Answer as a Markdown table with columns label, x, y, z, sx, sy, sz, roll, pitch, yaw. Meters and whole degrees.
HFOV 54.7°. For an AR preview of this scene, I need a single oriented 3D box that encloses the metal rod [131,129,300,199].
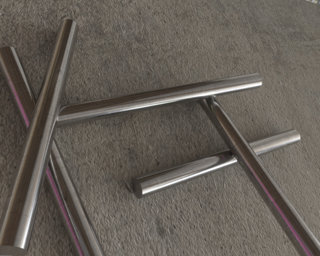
| label | x | y | z | sx | sy | sz | roll | pitch | yaw |
| --- | --- | --- | --- | --- | --- | --- | --- | --- | --- |
| metal rod | 0.097 | 0.041 | 0.430 | 0.303 | 0.025 | 0.025 | -12 | 68 | -33 |

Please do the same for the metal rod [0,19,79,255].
| label | x | y | z | sx | sy | sz | roll | pitch | yaw |
| --- | --- | --- | --- | --- | --- | --- | --- | --- | --- |
| metal rod | -0.117 | -0.023 | 0.324 | 0.025 | 0.025 | 0.300 | 15 | 46 | -20 |

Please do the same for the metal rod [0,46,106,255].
| label | x | y | z | sx | sy | sz | roll | pitch | yaw |
| --- | --- | --- | --- | --- | --- | --- | --- | --- | --- |
| metal rod | -0.110 | 0.040 | 0.319 | 0.025 | 0.025 | 0.299 | -17 | 71 | -35 |

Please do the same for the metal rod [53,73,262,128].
| label | x | y | z | sx | sy | sz | roll | pitch | yaw |
| --- | --- | --- | --- | --- | --- | --- | --- | --- | --- |
| metal rod | 0.014 | -0.042 | 0.411 | 0.303 | 0.025 | 0.025 | -13 | 68 | -25 |

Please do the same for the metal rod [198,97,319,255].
| label | x | y | z | sx | sy | sz | roll | pitch | yaw |
| --- | --- | --- | --- | --- | --- | --- | --- | --- | --- |
| metal rod | 0.120 | 0.054 | 0.390 | 0.025 | 0.025 | 0.299 | -5 | 50 | -30 |
